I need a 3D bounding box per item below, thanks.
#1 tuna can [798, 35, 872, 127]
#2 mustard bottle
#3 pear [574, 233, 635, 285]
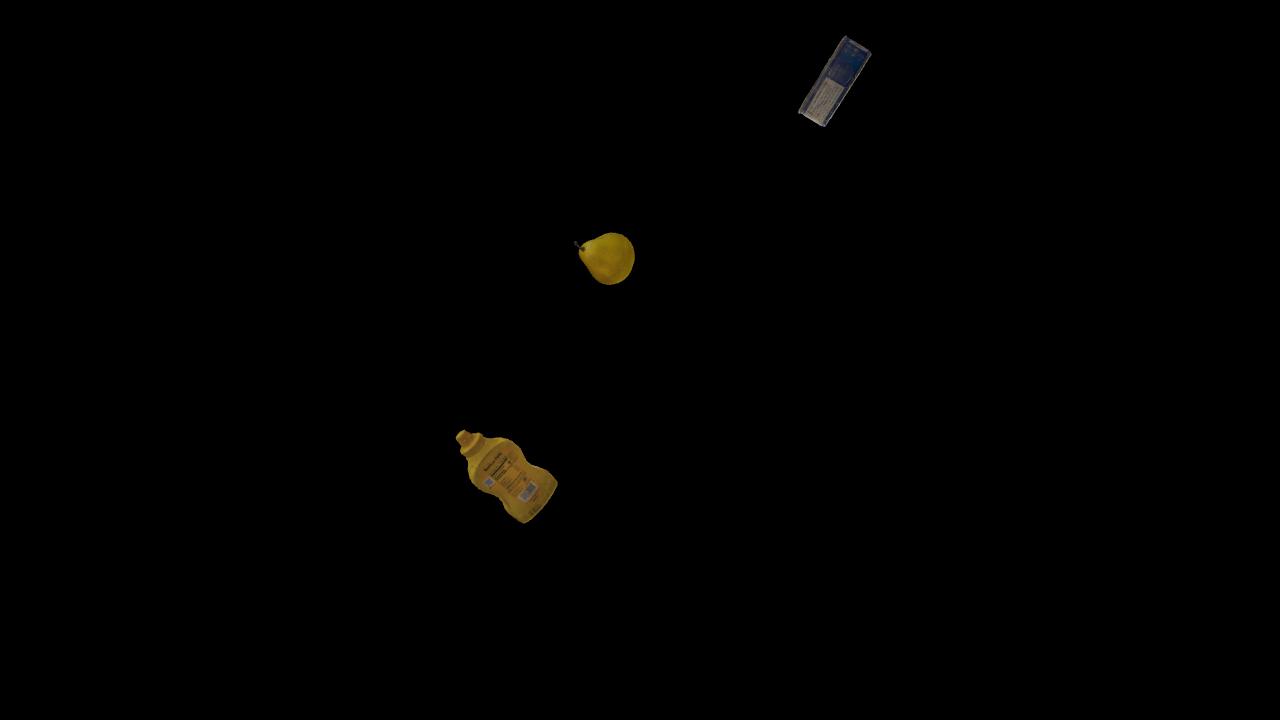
[{"bbox_3d":[0.204,-0.290,0.644,0.034,0.084,0.084,32,1,2],"label":"tuna can"},{"bbox_3d":[-0.221,0.174,0.980,0.184,0.092,0.054,48,-13,-26],"label":"mustard bottle"},{"bbox_3d":[-0.060,-0.154,0.927,0.080,0.080,0.111,0,5,40],"label":"pear"}]
